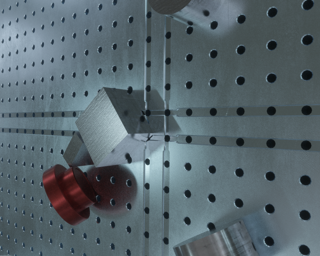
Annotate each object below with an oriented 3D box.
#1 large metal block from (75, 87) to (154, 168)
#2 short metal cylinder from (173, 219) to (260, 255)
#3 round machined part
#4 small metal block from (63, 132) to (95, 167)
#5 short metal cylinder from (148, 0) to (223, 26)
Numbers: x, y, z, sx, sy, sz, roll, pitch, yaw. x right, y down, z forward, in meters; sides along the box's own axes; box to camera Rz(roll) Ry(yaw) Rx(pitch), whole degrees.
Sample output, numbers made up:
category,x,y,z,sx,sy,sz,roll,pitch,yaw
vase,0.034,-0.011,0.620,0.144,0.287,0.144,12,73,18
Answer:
category,x,y,z,sx,sy,sz,roll,pitch,yaw
large metal block,-0.068,-0.001,0.447,0.080,0.050,0.080,-44,64,30
short metal cylinder,0.060,0.134,0.323,0.080,0.081,0.050,-34,69,34
round machined part,-0.135,0.098,0.483,0.042,0.098,0.098,-31,67,-3
small metal block,-0.116,0.033,0.486,0.025,0.050,0.050,47,118,29
short metal cylinder,0.030,-0.168,0.367,0.080,0.050,0.079,0,90,39
